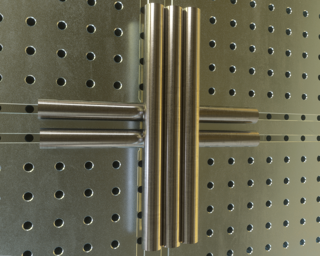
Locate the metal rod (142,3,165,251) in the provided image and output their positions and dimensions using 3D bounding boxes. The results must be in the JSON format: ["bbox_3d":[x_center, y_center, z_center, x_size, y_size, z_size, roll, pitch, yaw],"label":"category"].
[{"bbox_3d":[-0.009,-0.001,0.384,0.025,0.025,0.298,1,90,-20],"label":"metal rod"}]

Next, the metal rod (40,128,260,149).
[{"bbox_3d":[0.001,0.014,0.414,0.303,0.025,0.025,1,90,-21],"label":"metal rod"}]

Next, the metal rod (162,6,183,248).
[{"bbox_3d":[0.015,-0.002,0.393,0.025,0.025,0.298,1,90,-20],"label":"metal rod"}]

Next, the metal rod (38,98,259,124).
[{"bbox_3d":[0.000,-0.020,0.414,0.303,0.025,0.025,1,90,-21],"label":"metal rod"}]

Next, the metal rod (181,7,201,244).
[{"bbox_3d":[0.038,-0.003,0.402,0.025,0.025,0.298,1,90,-20],"label":"metal rod"}]
